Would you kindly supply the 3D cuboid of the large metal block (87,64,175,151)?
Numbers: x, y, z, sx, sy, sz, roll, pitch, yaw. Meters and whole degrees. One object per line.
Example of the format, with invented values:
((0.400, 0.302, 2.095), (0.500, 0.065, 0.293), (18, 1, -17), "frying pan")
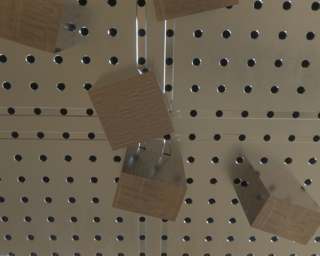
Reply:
((-0.033, -0.027, 0.390), (0.080, 0.050, 0.080), (-17, 110, 6), "large metal block")

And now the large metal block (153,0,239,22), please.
((0.031, -0.148, 0.330), (0.080, 0.080, 0.050), (-11, 110, 4), "large metal block")

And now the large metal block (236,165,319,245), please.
((0.161, 0.103, 0.424), (0.080, 0.080, 0.050), (21, 109, -8), "large metal block")

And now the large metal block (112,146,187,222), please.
((-0.013, 0.070, 0.410), (0.081, 0.080, 0.050), (15, 109, -6), "large metal block")

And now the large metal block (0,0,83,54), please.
((-0.138, -0.122, 0.337), (0.080, 0.080, 0.050), (16, 109, -7), "large metal block")
